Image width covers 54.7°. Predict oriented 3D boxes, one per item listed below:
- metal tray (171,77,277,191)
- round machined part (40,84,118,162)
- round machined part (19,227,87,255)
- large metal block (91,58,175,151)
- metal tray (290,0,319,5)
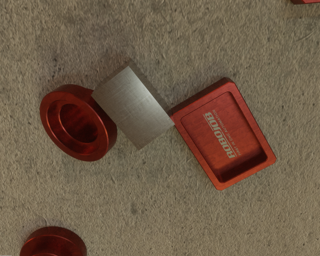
[{"bbox_3d":[0.084,0.010,0.412,0.090,0.030,0.130,-31,108,10],"label":"metal tray"},{"bbox_3d":[-0.094,-0.010,0.382,0.098,0.042,0.097,15,127,20],"label":"round machined part"},{"bbox_3d":[-0.166,0.204,0.474,0.099,0.042,0.097,0,110,-1],"label":"round machined part"},{"bbox_3d":[-0.030,-0.032,0.367,0.050,0.080,0.080,-37,107,8],"label":"large metal block"},{"bbox_3d":[0.216,-0.190,0.340,0.131,0.030,0.089,-5,110,1],"label":"metal tray"}]
